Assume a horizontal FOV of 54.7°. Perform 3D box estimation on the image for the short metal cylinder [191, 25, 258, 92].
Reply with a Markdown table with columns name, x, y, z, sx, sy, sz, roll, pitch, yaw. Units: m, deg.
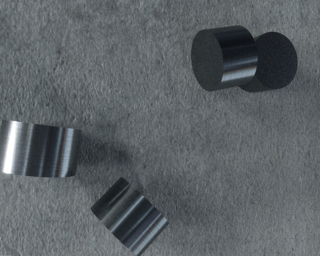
| name | x | y | z | sx | sy | sz | roll | pitch | yaw |
| --- | --- | --- | --- | --- | --- | --- | --- | --- | --- |
| short metal cylinder | 0.083 | -0.092 | 0.412 | 0.050 | 0.080 | 0.080 | -14 | 95 | -20 |

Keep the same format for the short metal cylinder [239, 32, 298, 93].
| name | x | y | z | sx | sy | sz | roll | pitch | yaw |
| --- | --- | --- | --- | --- | --- | --- | --- | --- | --- |
| short metal cylinder | 0.151 | -0.094 | 0.453 | 0.081 | 0.050 | 0.079 | 0 | 90 | -21 |

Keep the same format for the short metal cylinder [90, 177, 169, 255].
| name | x | y | z | sx | sy | sz | roll | pitch | yaw |
| --- | --- | --- | --- | --- | --- | --- | --- | --- | --- |
| short metal cylinder | -0.035 | 0.104 | 0.368 | 0.050 | 0.080 | 0.080 | -46 | 105 | -14 |

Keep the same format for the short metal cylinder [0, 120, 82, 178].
| name | x | y | z | sx | sy | sz | roll | pitch | yaw |
| --- | --- | --- | --- | --- | --- | --- | --- | --- | --- |
| short metal cylinder | -0.129 | 0.021 | 0.333 | 0.081 | 0.080 | 0.050 | 8 | 87 | -20 |
